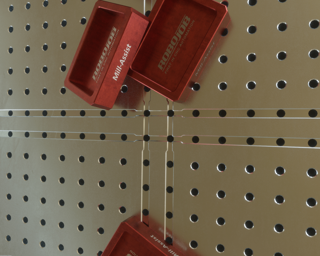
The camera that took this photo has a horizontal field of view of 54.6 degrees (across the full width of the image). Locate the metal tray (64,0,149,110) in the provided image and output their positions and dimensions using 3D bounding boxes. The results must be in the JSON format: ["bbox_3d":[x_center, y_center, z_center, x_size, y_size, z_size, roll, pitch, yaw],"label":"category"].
[{"bbox_3d":[-0.076,-0.100,0.418,0.090,0.030,0.129,32,101,42],"label":"metal tray"}]

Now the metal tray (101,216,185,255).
[{"bbox_3d":[-0.015,0.194,0.415,0.130,0.030,0.090,34,101,17],"label":"metal tray"}]

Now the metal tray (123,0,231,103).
[{"bbox_3d":[0.020,-0.109,0.403,0.090,0.030,0.129,32,100,17],"label":"metal tray"}]
